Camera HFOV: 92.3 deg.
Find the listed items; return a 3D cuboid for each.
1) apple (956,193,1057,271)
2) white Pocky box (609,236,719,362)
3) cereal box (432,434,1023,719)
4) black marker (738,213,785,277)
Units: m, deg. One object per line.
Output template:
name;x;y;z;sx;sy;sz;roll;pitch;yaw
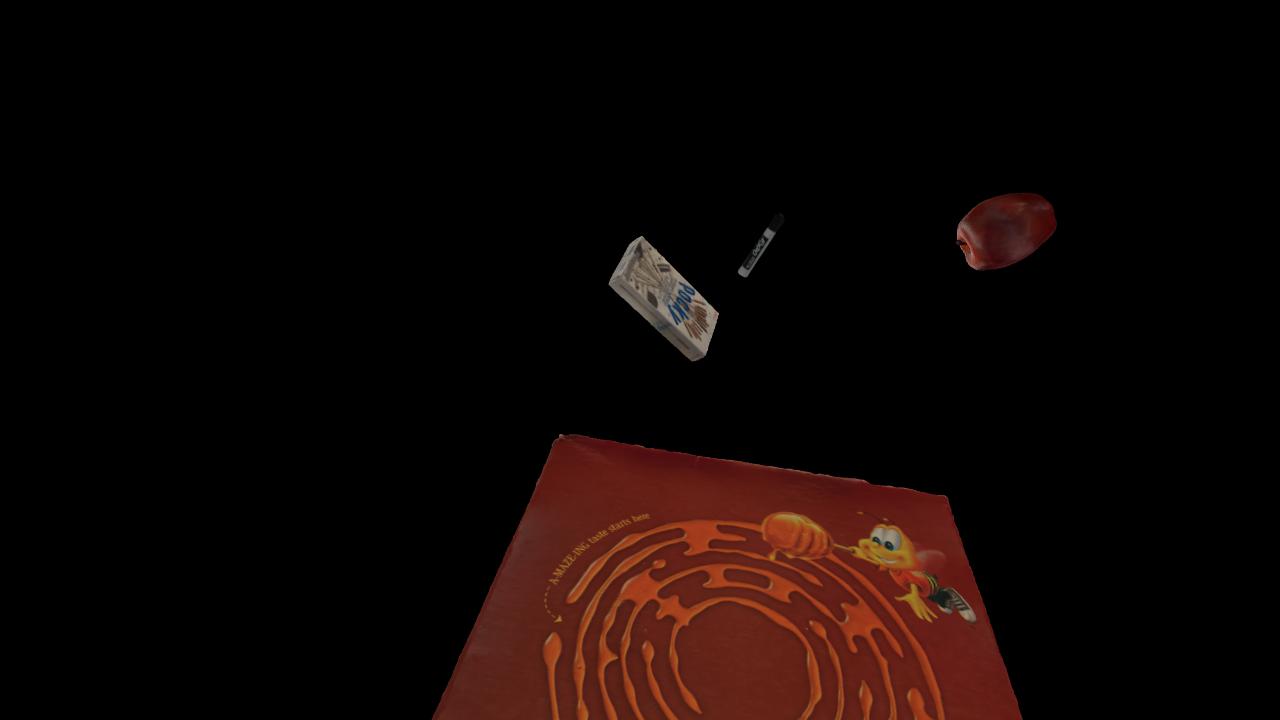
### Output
apple;0.380;-0.136;0.644;0.093;0.079;0.079;-20;-4;11
white Pocky box;0.034;-0.076;0.777;0.154;0.084;0.028;42;-43;-21
cereal box;0.028;0.157;0.209;0.203;0.081;0.306;8;32;6
black marker;0.200;-0.189;1.014;0.020;0.121;0.020;20;36;-16
